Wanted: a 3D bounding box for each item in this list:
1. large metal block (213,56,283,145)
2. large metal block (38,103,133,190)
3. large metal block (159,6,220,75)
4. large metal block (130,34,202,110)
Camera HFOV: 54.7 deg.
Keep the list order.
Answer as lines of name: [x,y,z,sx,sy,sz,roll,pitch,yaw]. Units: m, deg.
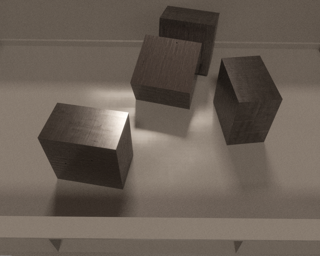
large metal block: [0.108,-0.035,0.400,0.050,0.080,0.080,-5,50,-4]
large metal block: [-0.078,0.022,0.350,0.080,0.080,0.050,8,51,6]
large metal block: [0.043,-0.136,0.480,0.080,0.079,0.050,11,42,9]
large metal block: [0.011,-0.079,0.441,0.080,0.050,0.080,11,70,9]
